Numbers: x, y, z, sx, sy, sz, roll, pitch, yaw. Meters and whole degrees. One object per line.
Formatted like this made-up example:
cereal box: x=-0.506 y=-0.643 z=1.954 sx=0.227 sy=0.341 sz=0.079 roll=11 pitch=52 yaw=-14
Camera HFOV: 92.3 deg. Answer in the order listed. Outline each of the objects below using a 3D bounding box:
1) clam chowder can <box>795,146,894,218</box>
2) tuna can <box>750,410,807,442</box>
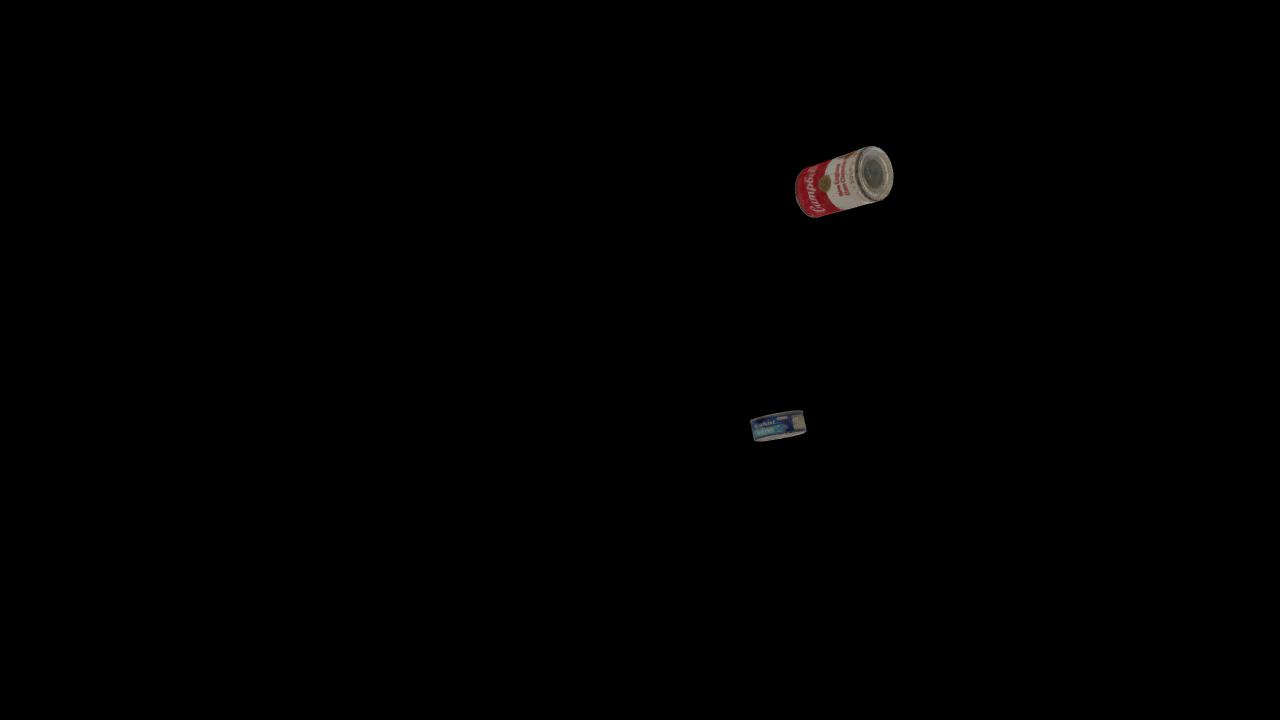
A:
clam chowder can: x=0.256 y=-0.223 z=0.776 sx=0.068 sy=0.068 sz=0.102 roll=0 pitch=0 yaw=-32
tuna can: x=0.215 y=0.104 z=0.959 sx=0.084 sy=0.034 sz=0.084 roll=-8 pitch=-13 yaw=-2
